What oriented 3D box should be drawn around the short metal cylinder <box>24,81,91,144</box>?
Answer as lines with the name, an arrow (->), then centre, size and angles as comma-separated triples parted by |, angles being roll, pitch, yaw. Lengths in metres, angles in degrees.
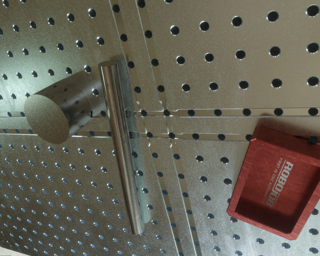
short metal cylinder -> -0.152, -0.023, 0.461 | 0.080, 0.050, 0.079 | 13, 124, 21

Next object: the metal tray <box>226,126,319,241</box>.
metal tray -> 0.141, 0.070, 0.376 | 0.090, 0.030, 0.129 | 19, 126, 17

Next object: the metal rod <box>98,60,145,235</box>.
metal rod -> -0.053, 0.047, 0.468 | 0.025, 0.025, 0.298 | 8, 122, 24
